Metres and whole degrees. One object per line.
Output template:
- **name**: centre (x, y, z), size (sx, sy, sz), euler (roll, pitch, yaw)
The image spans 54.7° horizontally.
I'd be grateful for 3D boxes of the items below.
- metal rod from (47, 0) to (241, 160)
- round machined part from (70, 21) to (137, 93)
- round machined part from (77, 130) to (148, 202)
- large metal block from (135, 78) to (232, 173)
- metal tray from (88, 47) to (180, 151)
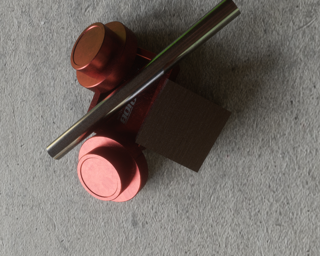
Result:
- **metal rod**: centre (-0.032, -0.053, 0.390), size (0.300, 0.025, 0.025), euler (-37, 78, 16)
- **round machined part**: centre (-0.080, -0.098, 0.408), size (0.098, 0.042, 0.098), euler (-19, 59, 34)
- **round machined part**: centre (-0.068, 0.056, 0.407), size (0.098, 0.042, 0.097), euler (10, 115, 23)
- **large metal block**: centre (0.026, -0.005, 0.372), size (0.080, 0.050, 0.080), euler (27, 99, -7)
- **metal tray**: centre (-0.040, -0.043, 0.421), size (0.090, 0.030, 0.129), euler (26, 98, 18)
